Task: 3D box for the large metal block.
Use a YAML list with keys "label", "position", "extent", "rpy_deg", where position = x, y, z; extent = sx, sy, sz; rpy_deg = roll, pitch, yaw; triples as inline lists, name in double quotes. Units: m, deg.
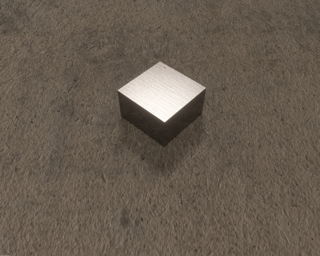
- label: "large metal block"
  position: [0.003, -0.034, 0.416]
  extent: [0.080, 0.050, 0.080]
  rpy_deg: [35, 58, 25]
